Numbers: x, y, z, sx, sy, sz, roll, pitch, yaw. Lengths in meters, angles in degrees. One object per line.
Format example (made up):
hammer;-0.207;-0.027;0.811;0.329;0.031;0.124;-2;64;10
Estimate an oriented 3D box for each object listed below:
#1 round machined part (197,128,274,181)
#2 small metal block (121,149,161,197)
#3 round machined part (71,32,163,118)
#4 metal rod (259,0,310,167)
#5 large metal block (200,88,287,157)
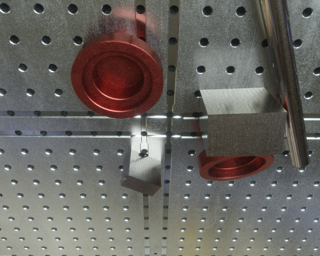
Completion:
round machined part;0.098;0.034;0.417;0.099;0.042;0.098;-6;151;-3
small metal block;-0.027;0.065;0.450;0.050;0.050;0.025;24;126;-19
round machined part;-0.046;-0.061;0.348;0.099;0.042;0.097;0;130;0
metal rod;0.149;-0.057;0.364;0.025;0.025;0.299;-18;128;14
large metal block;0.091;-0.010;0.362;0.080;0.080;0.050;-2;115;1
